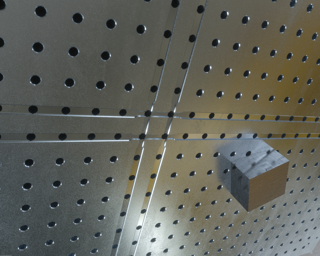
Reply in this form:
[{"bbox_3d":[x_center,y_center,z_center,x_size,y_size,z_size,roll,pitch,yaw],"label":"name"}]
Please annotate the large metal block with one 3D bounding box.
[{"bbox_3d":[0.173,0.088,0.543,0.081,0.050,0.080,-21,126,-16],"label":"large metal block"}]
